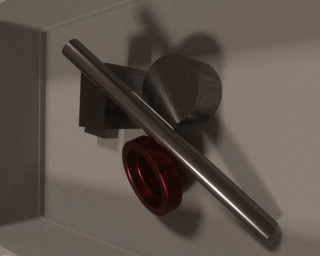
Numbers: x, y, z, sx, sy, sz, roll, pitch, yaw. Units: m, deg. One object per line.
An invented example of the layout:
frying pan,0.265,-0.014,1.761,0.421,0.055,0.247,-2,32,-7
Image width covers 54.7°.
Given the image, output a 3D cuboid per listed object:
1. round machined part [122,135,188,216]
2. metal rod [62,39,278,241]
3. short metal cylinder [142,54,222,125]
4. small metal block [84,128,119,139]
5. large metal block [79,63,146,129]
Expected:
round machined part,-0.003,0.054,0.379,0.098,0.042,0.097,38,141,41
metal rod,0.003,0.005,0.341,0.300,0.025,0.025,43,117,10
short metal cylinder,0.026,-0.043,0.368,0.080,0.050,0.079,0,90,39
small metal block,-0.088,-0.013,0.477,0.050,0.025,0.050,14,99,39
large metal block,-0.059,-0.040,0.417,0.050,0.081,0.079,5,93,39
